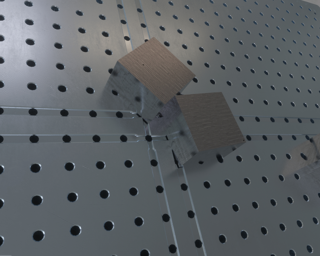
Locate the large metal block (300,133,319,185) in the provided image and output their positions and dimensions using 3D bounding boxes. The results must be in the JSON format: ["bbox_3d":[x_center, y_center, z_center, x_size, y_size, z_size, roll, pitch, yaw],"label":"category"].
[{"bbox_3d":[0.290,0.057,0.512,0.080,0.050,0.080,41,51,-1],"label":"large metal block"}]

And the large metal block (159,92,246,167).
[{"bbox_3d":[0.056,0.000,0.422,0.081,0.050,0.080,-8,66,-32],"label":"large metal block"}]

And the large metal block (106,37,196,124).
[{"bbox_3d":[-0.012,-0.066,0.426,0.080,0.050,0.080,43,51,1],"label":"large metal block"}]
